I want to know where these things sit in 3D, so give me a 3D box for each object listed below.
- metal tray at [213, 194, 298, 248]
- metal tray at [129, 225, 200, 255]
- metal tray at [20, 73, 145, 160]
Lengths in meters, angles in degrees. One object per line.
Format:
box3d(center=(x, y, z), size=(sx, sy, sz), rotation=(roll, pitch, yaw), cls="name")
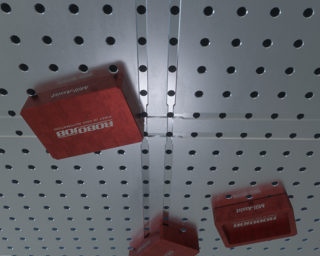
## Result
box3d(center=(0.169, 0.168, 0.551), size=(0.130, 0.030, 0.090), rotation=(-16, 129, 13), cls="metal tray")
box3d(center=(0.006, 0.249, 0.620), size=(0.090, 0.030, 0.129), rotation=(26, 125, -21), cls="metal tray")
box3d(center=(-0.095, -0.011, 0.398), size=(0.130, 0.030, 0.090), rotation=(-13, 129, 10), cls="metal tray")
